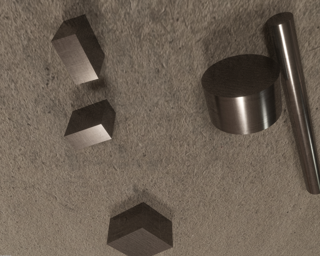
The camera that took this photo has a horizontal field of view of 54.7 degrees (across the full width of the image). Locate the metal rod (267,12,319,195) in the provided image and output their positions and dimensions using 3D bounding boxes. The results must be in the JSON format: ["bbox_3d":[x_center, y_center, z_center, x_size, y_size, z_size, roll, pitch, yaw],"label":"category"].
[{"bbox_3d":[0.184,-0.008,0.403,0.025,0.025,0.299,-20,128,15],"label":"metal rod"}]

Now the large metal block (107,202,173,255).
[{"bbox_3d":[-0.034,0.185,0.548,0.080,0.050,0.080,-32,124,24],"label":"large metal block"}]

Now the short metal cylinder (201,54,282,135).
[{"bbox_3d":[0.090,-0.038,0.340,0.080,0.080,0.050,-13,129,10],"label":"short metal cylinder"}]

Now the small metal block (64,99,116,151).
[{"bbox_3d":[-0.086,-0.005,0.386,0.050,0.050,0.025,-18,128,14],"label":"small metal block"}]

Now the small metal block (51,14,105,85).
[{"bbox_3d":[-0.082,-0.081,0.320,0.025,0.050,0.050,-14,129,11],"label":"small metal block"}]
